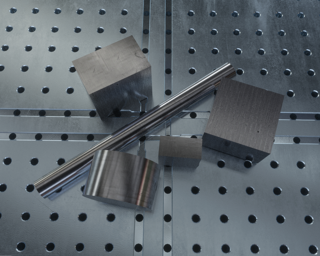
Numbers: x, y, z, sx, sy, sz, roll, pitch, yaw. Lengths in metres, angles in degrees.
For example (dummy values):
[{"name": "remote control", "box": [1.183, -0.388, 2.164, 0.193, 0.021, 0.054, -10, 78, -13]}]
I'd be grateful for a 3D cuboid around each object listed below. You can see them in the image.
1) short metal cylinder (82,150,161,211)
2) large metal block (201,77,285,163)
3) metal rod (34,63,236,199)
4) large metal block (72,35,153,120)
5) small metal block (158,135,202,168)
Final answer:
[{"name": "short metal cylinder", "box": [-0.043, 0.062, 0.359, 0.080, 0.080, 0.050, 11, 71, 3]}, {"name": "large metal block", "box": [0.104, -0.009, 0.400, 0.080, 0.050, 0.080, 18, 71, 6]}, {"name": "metal rod", "box": [-0.024, -0.003, 0.412, 0.301, 0.025, 0.025, -33, 74, -12]}, {"name": "large metal block", "box": [-0.058, -0.063, 0.406, 0.080, 0.080, 0.050, -27, 73, -10]}, {"name": "small metal block", "box": [0.024, 0.031, 0.388, 0.050, 0.050, 0.025, 5, 70, 1]}]
